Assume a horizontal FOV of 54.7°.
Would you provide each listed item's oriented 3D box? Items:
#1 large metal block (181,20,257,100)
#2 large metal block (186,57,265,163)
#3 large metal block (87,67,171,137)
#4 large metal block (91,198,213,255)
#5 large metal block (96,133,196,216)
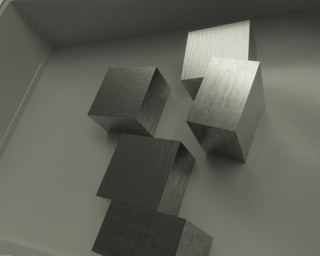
[{"bbox_3d":[0.078,-0.084,0.400,0.080,0.050,0.080,-4,60,26],"label":"large metal block"},{"bbox_3d":[0.076,-0.018,0.339,0.050,0.080,0.080,13,69,28],"label":"large metal block"},{"bbox_3d":[-0.041,-0.037,0.433,0.080,0.050,0.080,6,64,30],"label":"large metal block"},{"bbox_3d":[-0.004,0.113,0.302,0.080,0.080,0.050,7,65,31],"label":"large metal block"},{"bbox_3d":[-0.014,0.057,0.361,0.080,0.050,0.080,7,65,31],"label":"large metal block"}]
